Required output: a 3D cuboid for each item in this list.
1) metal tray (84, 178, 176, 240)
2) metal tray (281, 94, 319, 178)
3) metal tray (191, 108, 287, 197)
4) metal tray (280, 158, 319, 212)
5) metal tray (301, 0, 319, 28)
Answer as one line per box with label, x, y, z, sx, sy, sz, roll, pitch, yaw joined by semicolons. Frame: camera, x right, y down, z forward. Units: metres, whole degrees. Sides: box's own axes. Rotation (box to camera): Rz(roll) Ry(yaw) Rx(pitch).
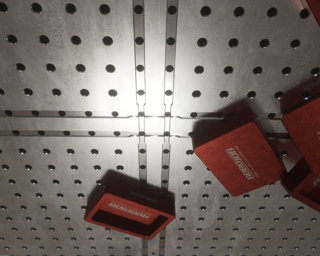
metal tray;-0.050;0.142;0.528;0.131;0.030;0.089;24;126;-20
metal tray;0.229;-0.007;0.374;0.130;0.030;0.090;-31;87;23
metal tray;0.116;0.040;0.445;0.090;0.030;0.130;-28;125;21
metal tray;0.248;0.056;0.437;0.090;0.030;0.129;29;108;-23
metal tray;0.155;-0.165;0.270;0.090;0.030;0.130;-33;123;24
